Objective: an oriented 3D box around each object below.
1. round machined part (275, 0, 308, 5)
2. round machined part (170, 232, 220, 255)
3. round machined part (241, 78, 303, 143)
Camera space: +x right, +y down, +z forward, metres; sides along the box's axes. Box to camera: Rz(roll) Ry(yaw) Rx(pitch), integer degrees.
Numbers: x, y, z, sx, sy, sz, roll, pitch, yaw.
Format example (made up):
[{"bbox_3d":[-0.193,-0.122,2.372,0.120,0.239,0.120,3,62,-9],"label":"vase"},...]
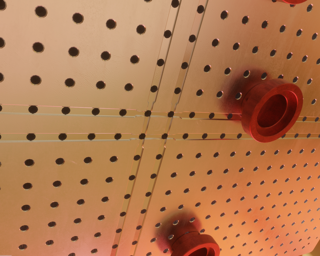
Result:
[{"bbox_3d":[0.175,-0.199,0.372,0.099,0.042,0.097,-14,124,-21],"label":"round machined part"},{"bbox_3d":[0.059,0.233,0.575,0.099,0.042,0.097,-14,124,-21],"label":"round machined part"},{"bbox_3d":[0.163,-0.030,0.470,0.099,0.042,0.097,-14,124,-21],"label":"round machined part"}]
